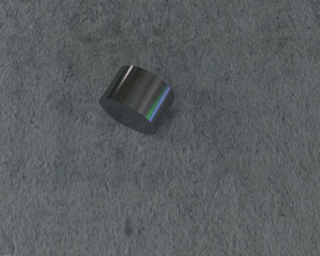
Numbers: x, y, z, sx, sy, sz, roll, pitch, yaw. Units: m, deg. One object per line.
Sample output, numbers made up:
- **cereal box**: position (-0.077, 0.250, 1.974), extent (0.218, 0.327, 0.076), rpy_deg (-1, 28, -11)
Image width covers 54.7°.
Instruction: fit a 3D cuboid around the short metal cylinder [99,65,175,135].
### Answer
- **short metal cylinder**: position (-0.028, -0.034, 0.391), extent (0.080, 0.080, 0.050), rpy_deg (26, 72, 8)
